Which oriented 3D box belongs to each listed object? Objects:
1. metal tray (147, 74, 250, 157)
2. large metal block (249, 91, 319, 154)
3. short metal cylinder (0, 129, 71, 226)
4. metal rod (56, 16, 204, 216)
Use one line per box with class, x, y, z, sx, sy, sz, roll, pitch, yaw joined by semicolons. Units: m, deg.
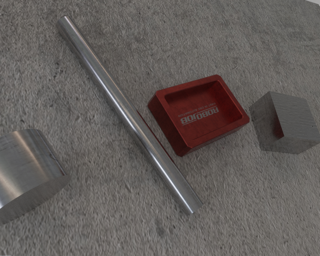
metal tray;0.058;-0.022;0.445;0.131;0.030;0.090;-20;73;-36
large metal block;0.201;-0.007;0.500;0.081;0.050;0.080;7;59;-24
short metal cylinder;-0.128;0.044;0.273;0.081;0.080;0.050;-28;78;-37
metal rod;-0.044;-0.023;0.393;0.025;0.025;0.299;-28;77;-37
